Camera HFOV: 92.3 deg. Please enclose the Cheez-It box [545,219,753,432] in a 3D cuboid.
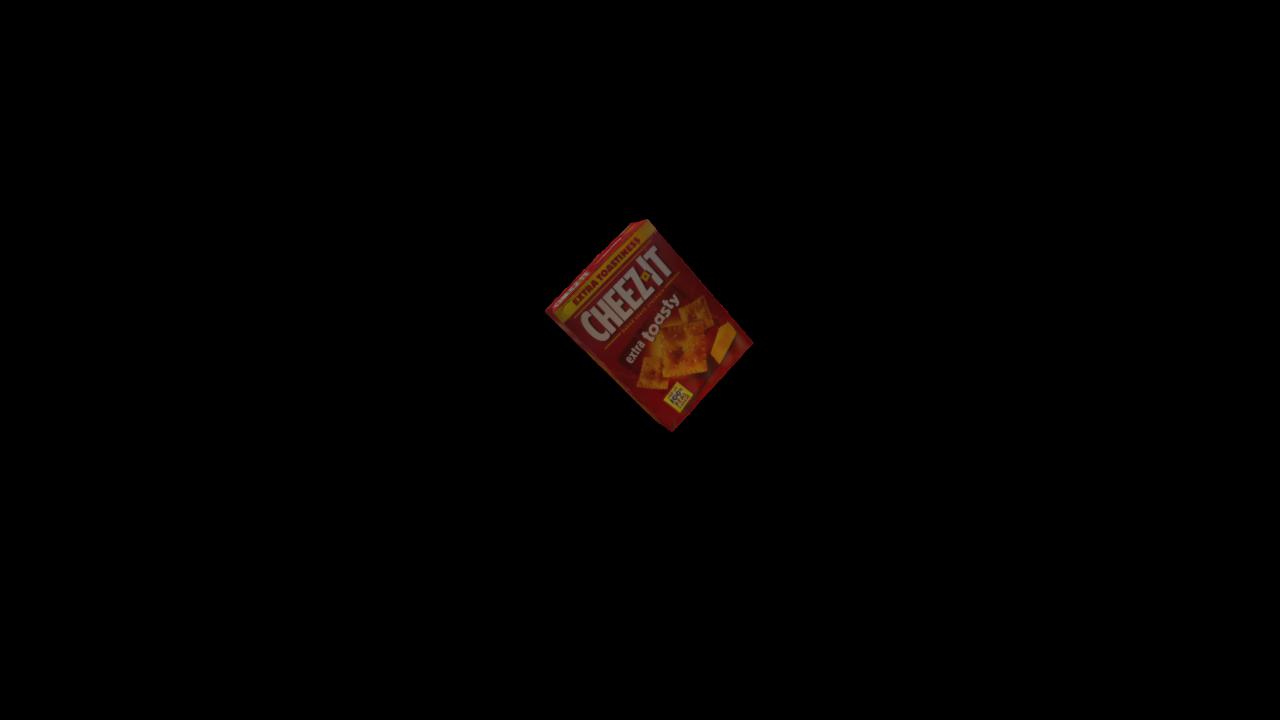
[{"bbox_3d":[0.016,-0.043,0.792,0.223,0.166,0.071,46,-9,-18],"label":"Cheez-It box"}]
